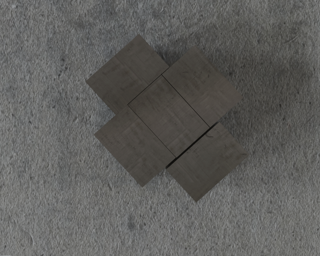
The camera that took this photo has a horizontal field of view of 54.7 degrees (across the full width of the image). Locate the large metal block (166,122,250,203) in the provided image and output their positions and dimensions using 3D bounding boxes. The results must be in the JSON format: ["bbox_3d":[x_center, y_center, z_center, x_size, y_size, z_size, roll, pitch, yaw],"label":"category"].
[{"bbox_3d":[0.053,0.038,0.385,0.080,0.080,0.050,-42,91,0],"label":"large metal block"}]

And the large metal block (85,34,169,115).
[{"bbox_3d":[-0.036,-0.060,0.384,0.080,0.080,0.050,-42,91,0],"label":"large metal block"}]

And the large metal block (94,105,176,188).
[{"bbox_3d":[-0.028,0.020,0.384,0.050,0.080,0.080,-42,91,0],"label":"large metal block"}]

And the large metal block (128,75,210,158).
[{"bbox_3d":[0.010,-0.013,0.384,0.050,0.080,0.080,-42,91,0],"label":"large metal block"}]

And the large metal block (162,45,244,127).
[{"bbox_3d":[0.047,-0.047,0.385,0.050,0.080,0.080,-42,91,0],"label":"large metal block"}]
